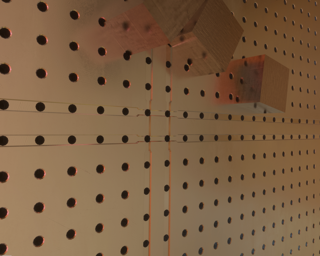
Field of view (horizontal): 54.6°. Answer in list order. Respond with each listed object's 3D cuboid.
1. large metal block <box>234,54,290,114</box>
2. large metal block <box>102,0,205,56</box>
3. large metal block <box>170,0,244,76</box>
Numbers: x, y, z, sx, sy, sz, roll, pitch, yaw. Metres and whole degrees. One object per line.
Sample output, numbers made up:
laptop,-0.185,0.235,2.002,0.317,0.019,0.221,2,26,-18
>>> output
large metal block,0.179,-0.073,0.541,0.081,0.050,0.080,14,82,-39
large metal block,-0.008,-0.137,0.366,0.050,0.080,0.080,50,61,-29
large metal block,0.067,-0.134,0.447,0.080,0.050,0.080,40,66,-33
